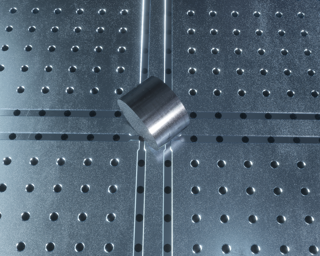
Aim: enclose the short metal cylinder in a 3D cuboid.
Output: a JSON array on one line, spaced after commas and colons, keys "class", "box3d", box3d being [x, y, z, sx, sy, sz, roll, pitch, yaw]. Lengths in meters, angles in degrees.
[{"class": "short metal cylinder", "box3d": [-0.008, -0.018, 0.388, 0.050, 0.080, 0.080, -39, 75, -13]}]
